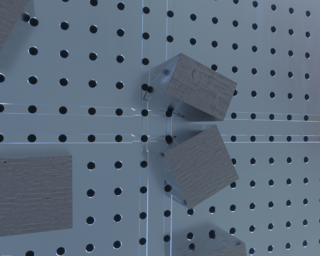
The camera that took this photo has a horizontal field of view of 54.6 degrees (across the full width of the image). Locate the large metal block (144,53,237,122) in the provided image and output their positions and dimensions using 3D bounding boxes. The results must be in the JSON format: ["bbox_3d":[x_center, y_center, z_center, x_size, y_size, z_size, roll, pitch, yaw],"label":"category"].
[{"bbox_3d":[0.036,-0.047,0.396,0.080,0.080,0.050,24,82,-19],"label":"large metal block"}]

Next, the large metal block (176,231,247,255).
[{"bbox_3d":[0.074,0.199,0.427,0.081,0.050,0.080,-10,94,-20],"label":"large metal block"}]

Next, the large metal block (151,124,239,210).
[{"bbox_3d":[0.046,0.048,0.416,0.080,0.050,0.080,-27,99,-18],"label":"large metal block"}]

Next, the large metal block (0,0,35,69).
[{"bbox_3d":[-0.192,-0.122,0.328,0.080,0.050,0.080,27,81,-18],"label":"large metal block"}]

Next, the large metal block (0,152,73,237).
[{"bbox_3d":[-0.142,0.070,0.347,0.081,0.050,0.080,-1,90,-20],"label":"large metal block"}]
